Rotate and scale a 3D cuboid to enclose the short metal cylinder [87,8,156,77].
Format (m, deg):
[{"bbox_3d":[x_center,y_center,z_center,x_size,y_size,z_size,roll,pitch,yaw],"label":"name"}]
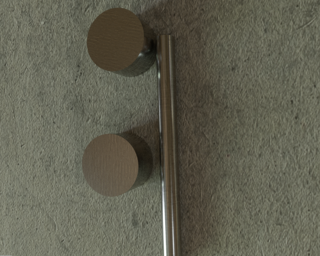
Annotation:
[{"bbox_3d":[-0.049,-0.111,0.413,0.080,0.050,0.079,0,90,20],"label":"short metal cylinder"}]

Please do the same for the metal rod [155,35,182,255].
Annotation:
[{"bbox_3d":[0.012,0.031,0.404,0.025,0.025,0.298,-2,89,20],"label":"metal rod"}]

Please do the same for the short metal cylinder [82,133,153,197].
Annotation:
[{"bbox_3d":[-0.056,0.047,0.415,0.080,0.050,0.079,0,90,20],"label":"short metal cylinder"}]
